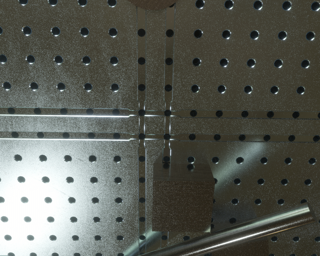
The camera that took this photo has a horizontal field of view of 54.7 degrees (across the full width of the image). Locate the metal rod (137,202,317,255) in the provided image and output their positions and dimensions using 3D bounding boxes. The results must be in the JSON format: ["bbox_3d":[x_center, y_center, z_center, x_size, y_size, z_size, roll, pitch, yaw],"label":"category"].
[{"bbox_3d":[0.061,0.162,0.431,0.300,0.025,0.025,-28,109,26],"label":"metal rod"}]

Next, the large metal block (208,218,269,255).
[{"bbox_3d":[0.118,0.191,0.472,0.080,0.050,0.079,-8,110,2],"label":"large metal block"}]

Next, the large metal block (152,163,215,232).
[{"bbox_3d":[0.030,0.097,0.436,0.081,0.050,0.079,1,110,-1],"label":"large metal block"}]

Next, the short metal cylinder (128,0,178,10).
[{"bbox_3d":[-0.008,-0.171,0.337,0.081,0.050,0.079,0,110,-1],"label":"short metal cylinder"}]
